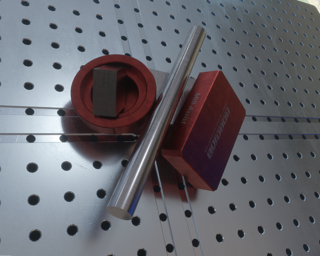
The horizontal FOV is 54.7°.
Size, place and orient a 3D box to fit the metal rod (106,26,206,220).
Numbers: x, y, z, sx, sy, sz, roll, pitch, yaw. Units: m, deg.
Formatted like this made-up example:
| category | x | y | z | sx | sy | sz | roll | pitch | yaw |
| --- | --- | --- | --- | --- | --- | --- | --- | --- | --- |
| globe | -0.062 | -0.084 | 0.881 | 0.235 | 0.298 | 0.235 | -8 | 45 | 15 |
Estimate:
| category | x | y | z | sx | sy | sz | roll | pitch | yaw |
| --- | --- | --- | --- | --- | --- | --- | --- | --- | --- |
| metal rod | 0.010 | -0.032 | 0.370 | 0.025 | 0.025 | 0.300 | 30 | 52 | -9 |

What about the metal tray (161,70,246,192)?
| category | x | y | z | sx | sy | sz | roll | pitch | yaw |
| --- | --- | --- | --- | --- | --- | --- | --- | --- | --- |
| metal tray | 0.061 | 0.003 | 0.395 | 0.090 | 0.030 | 0.130 | 48 | 58 | -37 |

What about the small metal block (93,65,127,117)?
| category | x | y | z | sx | sy | sz | roll | pitch | yaw |
| --- | --- | --- | --- | --- | --- | --- | --- | --- | --- |
| small metal block | -0.057 | -0.044 | 0.354 | 0.025 | 0.050 | 0.050 | 6 | 17 | 4 |

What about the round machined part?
| category | x | y | z | sx | sy | sz | roll | pitch | yaw |
| --- | --- | --- | --- | --- | --- | --- | --- | --- | --- |
| round machined part | -0.054 | -0.037 | 0.375 | 0.099 | 0.042 | 0.098 | 1 | 67 | -1 |

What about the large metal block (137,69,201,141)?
| category | x | y | z | sx | sy | sz | roll | pitch | yaw |
| --- | --- | --- | --- | --- | --- | --- | --- | --- | --- |
| large metal block | 0.015 | -0.025 | 0.417 | 0.081 | 0.050 | 0.080 | 9 | 58 | -24 |
